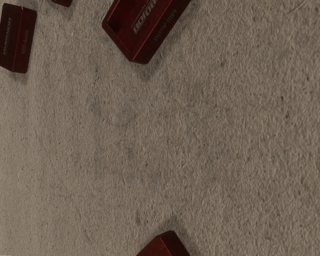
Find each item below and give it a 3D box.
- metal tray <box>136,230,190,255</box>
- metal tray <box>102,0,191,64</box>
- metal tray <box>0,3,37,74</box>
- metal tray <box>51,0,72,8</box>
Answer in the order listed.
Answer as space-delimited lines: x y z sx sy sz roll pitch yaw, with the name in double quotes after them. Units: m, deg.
0.017 0.208 0.386 0.090 0.030 0.130 -52 60 27 "metal tray"
-0.018 -0.163 0.414 0.129 0.030 0.090 -51 60 27 "metal tray"
-0.304 -0.188 0.648 0.090 0.030 0.129 25 105 37 "metal tray"
-0.190 -0.287 0.555 0.130 0.030 0.089 45 116 30 "metal tray"
